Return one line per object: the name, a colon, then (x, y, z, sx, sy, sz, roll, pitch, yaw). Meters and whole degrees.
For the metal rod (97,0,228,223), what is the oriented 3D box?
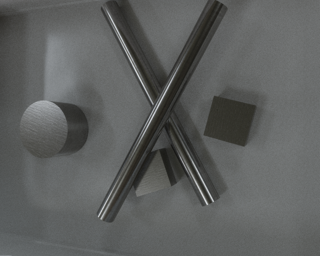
metal rod: (-0.002, -0.013, 0.382, 0.025, 0.025, 0.298, 31, 100, 17)

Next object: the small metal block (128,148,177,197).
small metal block: (-0.012, 0.059, 0.414, 0.050, 0.025, 0.050, -20, 83, 18)

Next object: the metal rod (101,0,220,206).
metal rod: (-0.004, -0.039, 0.411, 0.025, 0.025, 0.299, -30, 81, 17)

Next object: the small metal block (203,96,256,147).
small metal block: (0.086, -0.009, 0.380, 0.050, 0.025, 0.050, 16, 95, 19)

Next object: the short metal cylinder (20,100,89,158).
short metal cylinder: (-0.153, 0.002, 0.449, 0.080, 0.050, 0.079, 0, 90, 19)
